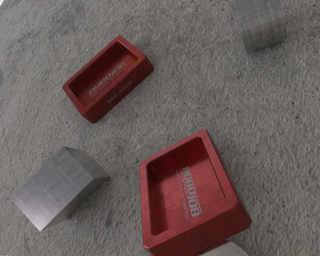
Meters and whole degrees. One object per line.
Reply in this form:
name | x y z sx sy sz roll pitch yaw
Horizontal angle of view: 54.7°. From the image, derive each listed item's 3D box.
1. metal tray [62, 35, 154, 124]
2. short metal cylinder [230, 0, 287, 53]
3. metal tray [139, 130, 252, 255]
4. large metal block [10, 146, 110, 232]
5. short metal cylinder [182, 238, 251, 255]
metal tray | -0.085 -0.080 0.493 0.130 0.030 0.090 -42 51 -1
short metal cylinder | 0.122 -0.142 0.391 0.050 0.080 0.080 -17 55 18
metal tray | 0.027 0.062 0.314 0.090 0.030 0.130 -29 27 10
large metal block | -0.115 0.071 0.377 0.050 0.080 0.080 44 87 8
short metal cylinder | 0.053 0.143 0.272 0.080 0.050 0.080 -13 56 21
